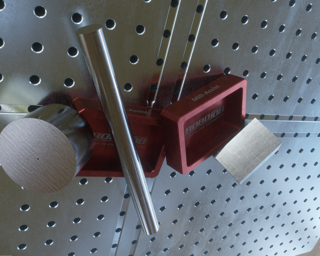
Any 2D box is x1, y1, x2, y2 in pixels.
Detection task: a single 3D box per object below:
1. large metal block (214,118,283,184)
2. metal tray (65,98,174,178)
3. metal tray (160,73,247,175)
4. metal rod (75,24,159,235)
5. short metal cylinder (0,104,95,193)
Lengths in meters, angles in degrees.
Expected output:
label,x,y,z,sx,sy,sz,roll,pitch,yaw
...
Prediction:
label,x,y,z,sx,sy,sz,roll,pitch,yaw
large metal block,0.132,0.038,0.468,0.080,0.050,0.080,-44,160,2
metal tray,-0.051,0.017,0.390,0.131,0.030,0.089,7,115,-32
metal tray,0.063,-0.008,0.413,0.131,0.030,0.089,-31,131,-30
metal rod,-0.039,0.028,0.368,0.025,0.025,0.298,-23,127,-15
short metal cylinder,-0.115,0.020,0.321,0.080,0.050,0.079,3,110,8
